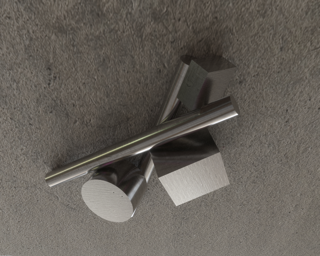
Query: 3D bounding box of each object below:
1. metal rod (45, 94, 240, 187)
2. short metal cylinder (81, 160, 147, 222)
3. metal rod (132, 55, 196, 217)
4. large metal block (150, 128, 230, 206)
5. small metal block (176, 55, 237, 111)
[{"bbox_3d":[-0.041,0.026,0.408,0.300,0.025,0.025,-23,127,26],"label":"metal rod"},{"bbox_3d":[-0.066,0.090,0.452,0.080,0.050,0.079,11,125,17],"label":"short metal cylinder"},{"bbox_3d":[-0.010,0.034,0.436,0.025,0.025,0.298,13,129,-11],"label":"metal rod"},{"bbox_3d":[0.041,0.052,0.418,0.080,0.050,0.080,-23,137,3],"label":"large metal block"},{"bbox_3d":[0.052,-0.051,0.349,0.050,0.025,0.050,-18,143,-40],"label":"small metal block"}]
